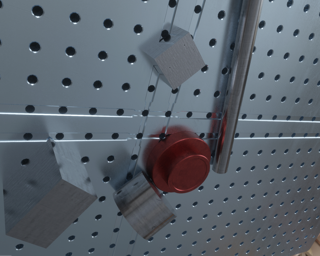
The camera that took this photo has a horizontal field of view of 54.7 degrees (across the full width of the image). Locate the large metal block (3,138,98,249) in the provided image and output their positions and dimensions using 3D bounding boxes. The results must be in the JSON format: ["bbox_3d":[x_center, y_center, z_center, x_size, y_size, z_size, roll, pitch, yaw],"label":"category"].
[{"bbox_3d":[-0.127,0.072,0.351,0.080,0.080,0.050,-45,130,2],"label":"large metal block"}]

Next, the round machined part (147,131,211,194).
[{"bbox_3d":[0.034,0.057,0.456,0.099,0.042,0.097,-14,124,-21],"label":"round machined part"}]

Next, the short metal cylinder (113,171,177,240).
[{"bbox_3d":[-0.021,0.106,0.432,0.050,0.080,0.080,-38,130,-3],"label":"short metal cylinder"}]

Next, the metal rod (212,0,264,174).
[{"bbox_3d":[0.107,-0.061,0.434,0.025,0.025,0.298,-10,123,-23],"label":"metal rod"}]

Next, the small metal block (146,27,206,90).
[{"bbox_3d":[0.020,-0.083,0.372,0.050,0.025,0.050,-39,130,-2],"label":"small metal block"}]
